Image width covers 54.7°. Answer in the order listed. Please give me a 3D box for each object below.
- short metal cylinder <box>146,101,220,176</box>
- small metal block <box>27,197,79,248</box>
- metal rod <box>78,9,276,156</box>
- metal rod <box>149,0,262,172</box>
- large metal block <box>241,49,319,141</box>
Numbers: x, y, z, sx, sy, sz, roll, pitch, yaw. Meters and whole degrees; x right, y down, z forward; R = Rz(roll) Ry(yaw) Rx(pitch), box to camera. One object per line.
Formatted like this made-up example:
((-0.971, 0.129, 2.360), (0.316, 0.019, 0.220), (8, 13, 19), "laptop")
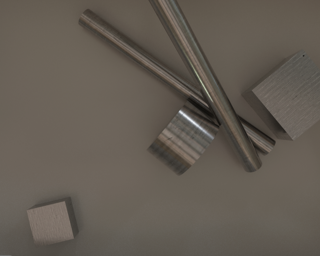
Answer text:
((0.028, 0.012, 0.384), (0.050, 0.080, 0.080), (39, 90, 0), "short metal cylinder")
((-0.141, 0.124, 0.410), (0.050, 0.025, 0.050), (-13, 90, -1), "small metal block")
((0.023, -0.060, 0.411), (0.301, 0.025, 0.025), (35, 90, -1), "metal rod")
((0.047, -0.065, 0.351), (0.025, 0.025, 0.299), (-34, 113, 0), "metal rod")
((0.168, -0.040, 0.401), (0.080, 0.050, 0.080), (-40, 91, 0), "large metal block")
